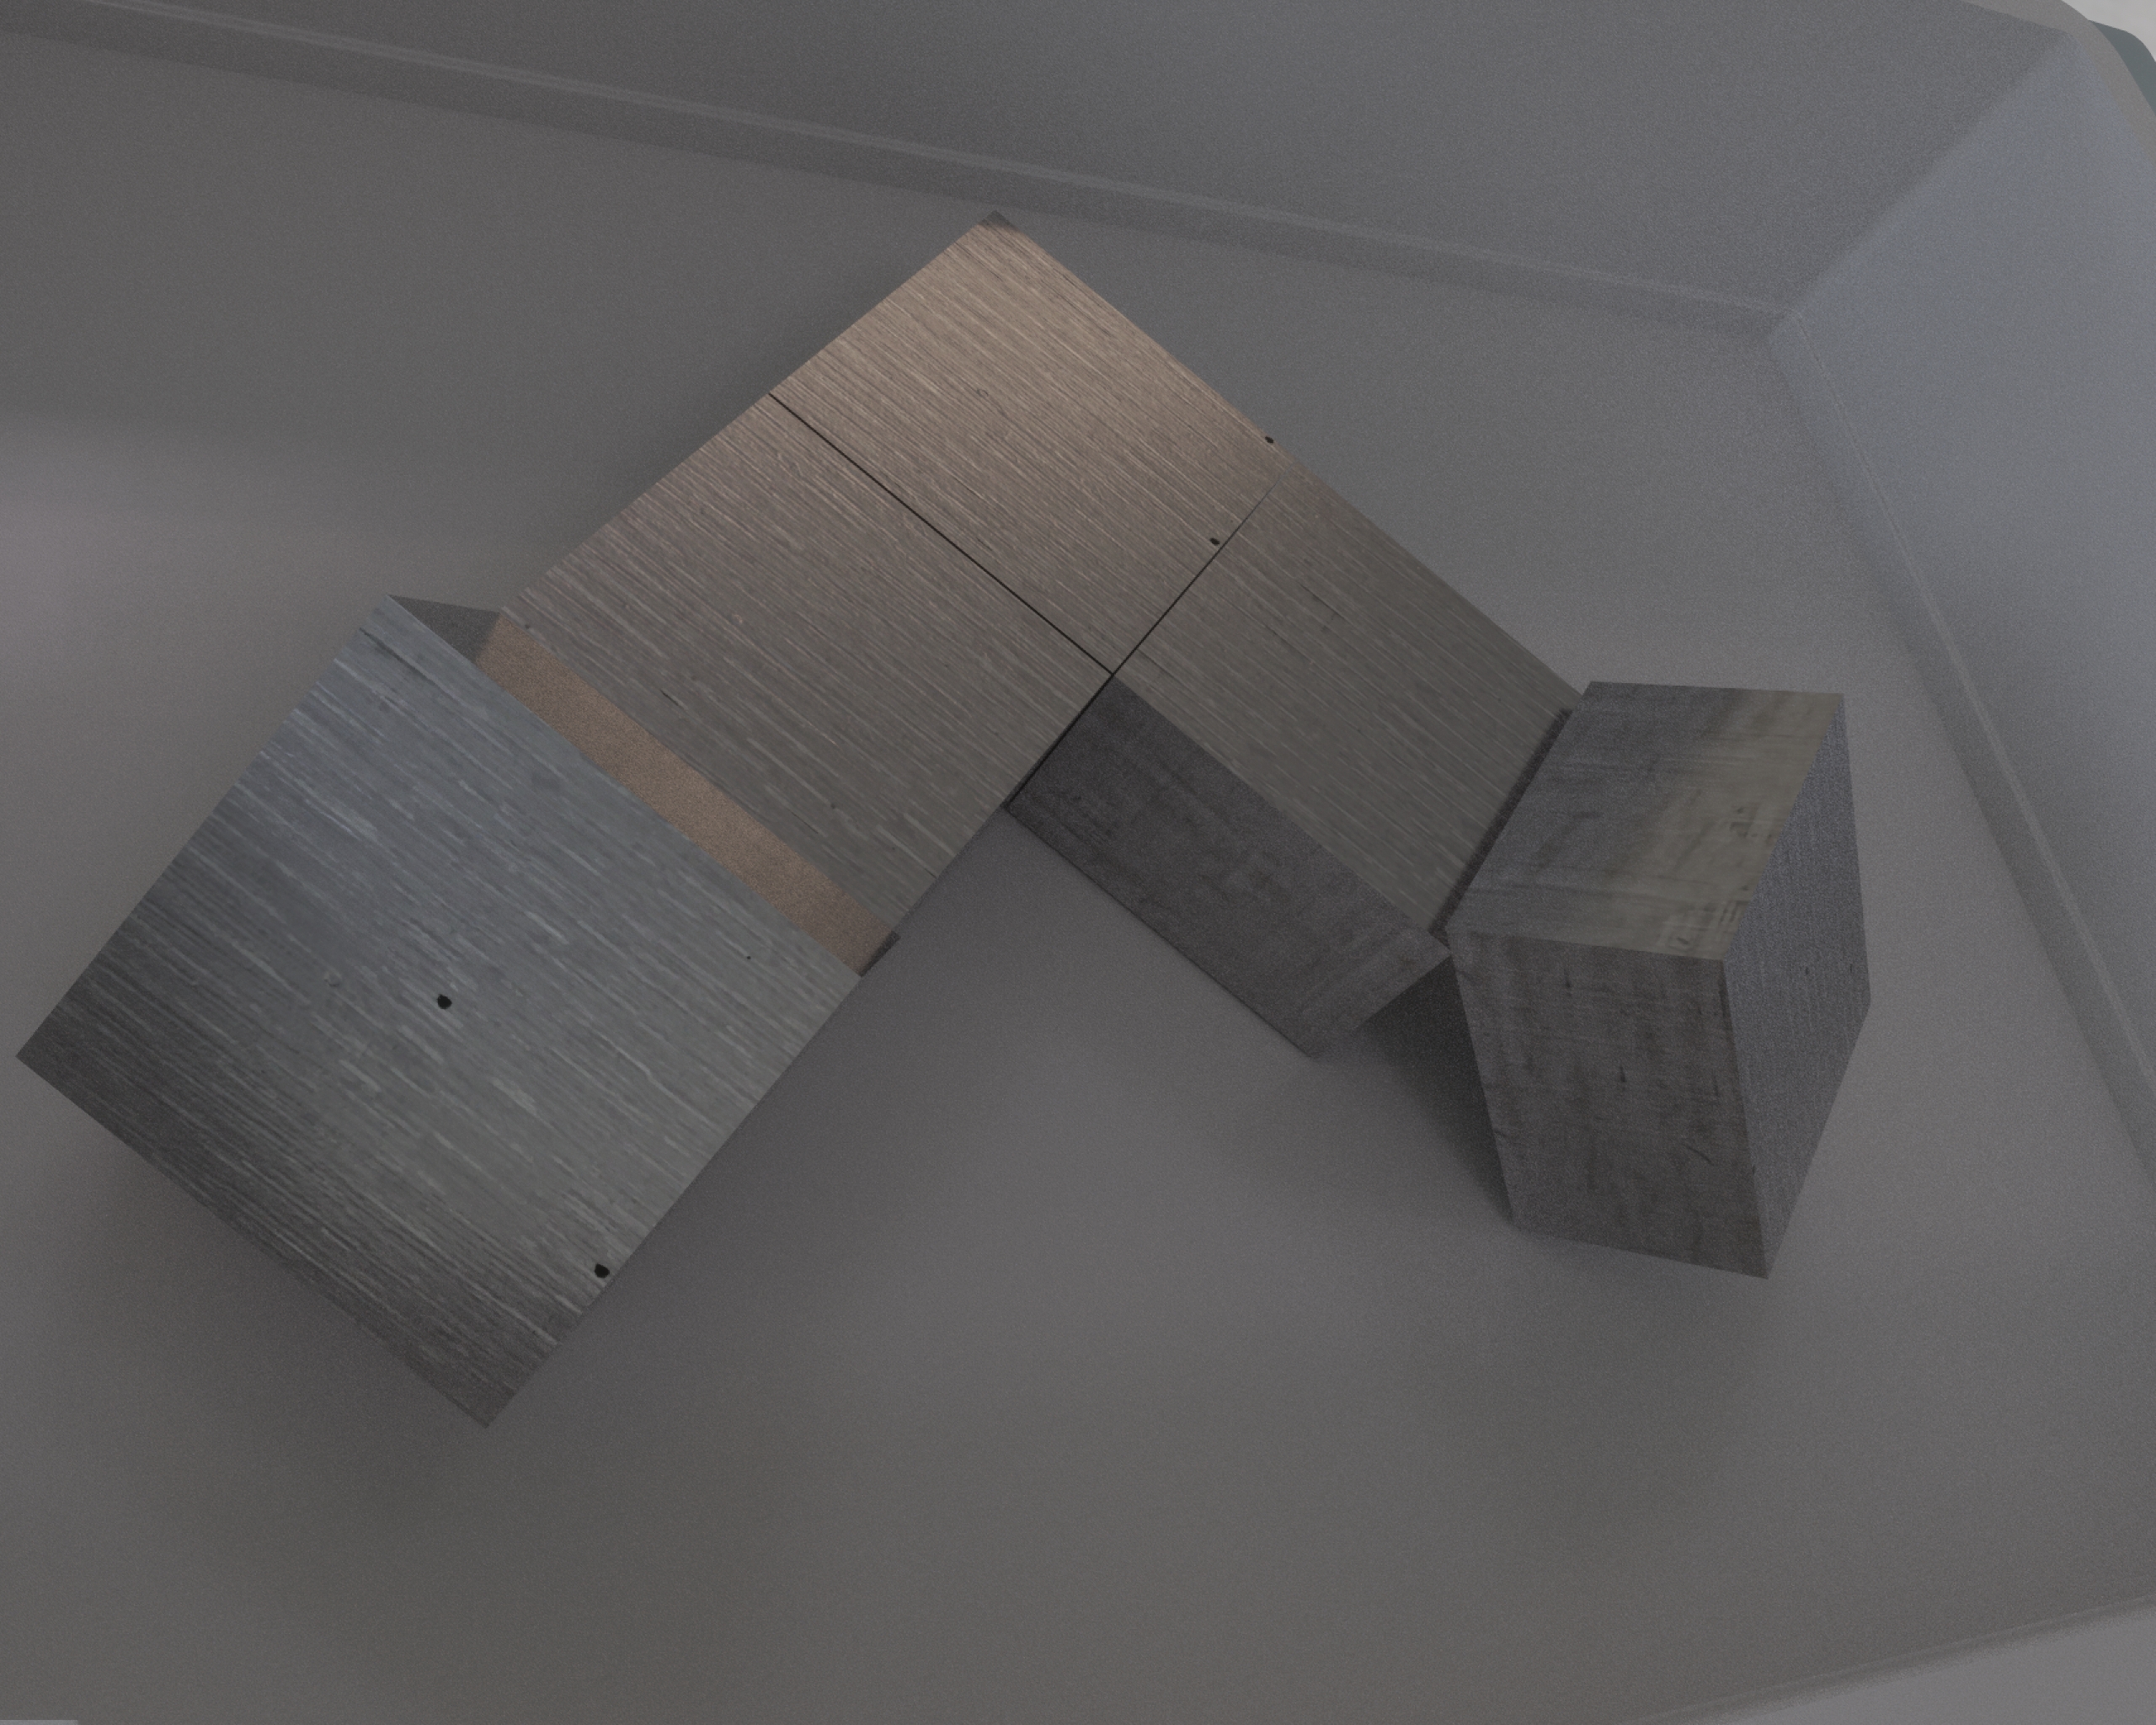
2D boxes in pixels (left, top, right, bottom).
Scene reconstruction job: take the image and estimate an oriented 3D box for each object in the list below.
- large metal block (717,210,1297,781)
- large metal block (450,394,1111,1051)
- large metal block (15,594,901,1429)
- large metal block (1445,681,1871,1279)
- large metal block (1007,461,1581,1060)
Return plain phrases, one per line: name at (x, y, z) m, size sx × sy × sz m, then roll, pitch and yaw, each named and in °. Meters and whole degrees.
large metal block at (-0.016, -0.073, 0.423) m, size 0.080 × 0.050 × 0.080 m, roll 39°, pitch 51°, yaw -2°
large metal block at (-0.055, -0.023, 0.372) m, size 0.080 × 0.050 × 0.080 m, roll 39°, pitch 51°, yaw -2°
large metal block at (-0.085, 0.019, 0.302) m, size 0.080 × 0.050 × 0.080 m, roll 39°, pitch 94°, yaw -2°
large metal block at (0.118, 0.021, 0.411) m, size 0.080 × 0.050 × 0.080 m, roll -52°, pitch 136°, yaw -39°
large metal block at (0.047, -0.022, 0.425) m, size 0.080 × 0.050 × 0.080 m, roll 39°, pitch 51°, yaw -2°
